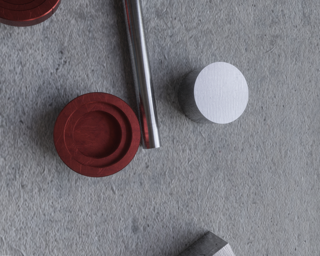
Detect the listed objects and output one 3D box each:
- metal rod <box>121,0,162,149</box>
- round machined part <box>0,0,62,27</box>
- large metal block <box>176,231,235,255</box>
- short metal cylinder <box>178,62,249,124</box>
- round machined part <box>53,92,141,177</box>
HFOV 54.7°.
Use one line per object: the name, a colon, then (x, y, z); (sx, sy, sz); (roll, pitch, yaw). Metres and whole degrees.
metal rod: (-0.031, -0.122, 0.397); (0.025, 0.025, 0.298); (-9, 93, -20)
round machined part: (-0.158, -0.160, 0.341); (0.099, 0.042, 0.097); (0, 90, -20)
large metal block: (0.066, 0.204, 0.420); (0.080, 0.050, 0.080); (-31, 100, -17)
short metal cylinder: (0.072, -0.045, 0.422); (0.081, 0.050, 0.079); (0, 90, -20)
round machined part: (-0.076, 0.007, 0.372); (0.099, 0.042, 0.097); (0, 90, -20)
